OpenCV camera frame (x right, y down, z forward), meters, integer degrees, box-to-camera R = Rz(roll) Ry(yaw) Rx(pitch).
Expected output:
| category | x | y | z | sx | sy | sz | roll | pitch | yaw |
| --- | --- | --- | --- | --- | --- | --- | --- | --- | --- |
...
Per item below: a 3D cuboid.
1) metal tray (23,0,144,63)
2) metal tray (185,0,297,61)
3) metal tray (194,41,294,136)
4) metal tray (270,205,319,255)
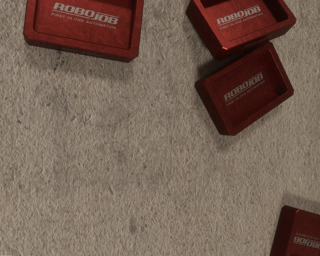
| category | x | y | z | sx | sy | sz | roll | pitch | yaw |
| --- | --- | --- | --- | --- | --- | --- | --- | --- | --- |
| metal tray | -0.089 | -0.136 | 0.373 | 0.131 | 0.030 | 0.089 | 6 | 88 | -20 |
| metal tray | 0.114 | -0.157 | 0.433 | 0.131 | 0.030 | 0.090 | -25 | 78 | -19 |
| metal tray | 0.126 | -0.058 | 0.454 | 0.131 | 0.030 | 0.090 | -32 | 101 | -17 |
| metal tray | 0.248 | 0.184 | 0.500 | 0.131 | 0.030 | 0.090 | 18 | 84 | -20 |
